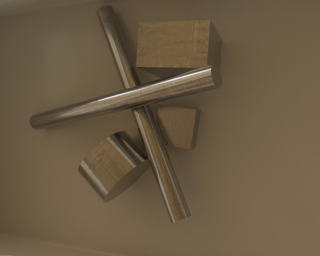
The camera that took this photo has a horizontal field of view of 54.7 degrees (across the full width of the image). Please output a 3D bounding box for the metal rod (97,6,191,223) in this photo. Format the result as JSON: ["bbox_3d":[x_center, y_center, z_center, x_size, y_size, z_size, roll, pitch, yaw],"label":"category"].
[{"bbox_3d":[-0.026,-0.029,0.398,0.025,0.025,0.299,-26,74,18],"label":"metal rod"}]

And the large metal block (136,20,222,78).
[{"bbox_3d":[0.026,-0.090,0.371,0.080,0.080,0.050,5,92,19],"label":"large metal block"}]

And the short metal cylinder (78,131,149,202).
[{"bbox_3d":[-0.057,0.050,0.400,0.050,0.080,0.080,46,104,14],"label":"short metal cylinder"}]

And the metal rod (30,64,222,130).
[{"bbox_3d":[-0.066,-0.031,0.393,0.300,0.025,0.025,-10,87,34],"label":"metal rod"}]

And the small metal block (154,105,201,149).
[{"bbox_3d":[0.022,-0.002,0.402,0.050,0.025,0.050,9,93,19],"label":"small metal block"}]
